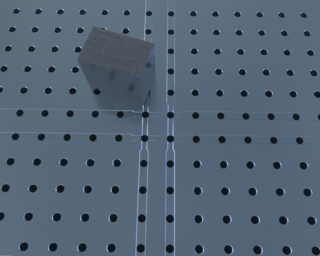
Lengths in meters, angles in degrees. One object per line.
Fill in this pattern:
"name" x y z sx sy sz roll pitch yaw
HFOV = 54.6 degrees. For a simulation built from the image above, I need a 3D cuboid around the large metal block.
"large metal block" -0.053 -0.079 0.411 0.080 0.080 0.050 17 71 6
